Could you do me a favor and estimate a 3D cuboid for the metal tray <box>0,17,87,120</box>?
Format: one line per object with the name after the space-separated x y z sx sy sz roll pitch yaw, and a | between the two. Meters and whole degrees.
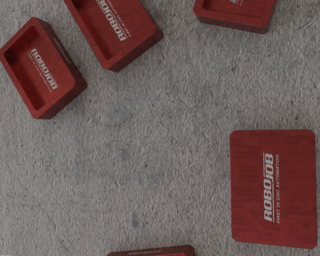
-0.180 -0.089 0.469 0.090 0.030 0.130 -37 79 16 | metal tray

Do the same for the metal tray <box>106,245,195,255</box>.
-0.012 0.210 0.410 0.130 0.030 0.090 -13 86 19 | metal tray

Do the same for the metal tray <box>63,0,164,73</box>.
-0.066 -0.155 0.429 0.090 0.030 0.130 -34 79 16 | metal tray

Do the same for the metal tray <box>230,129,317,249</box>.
0.130 0.067 0.360 0.090 0.030 0.129 -1 90 20 | metal tray

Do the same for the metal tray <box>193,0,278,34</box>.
0.102 -0.187 0.370 0.090 0.030 0.129 18 96 19 | metal tray
